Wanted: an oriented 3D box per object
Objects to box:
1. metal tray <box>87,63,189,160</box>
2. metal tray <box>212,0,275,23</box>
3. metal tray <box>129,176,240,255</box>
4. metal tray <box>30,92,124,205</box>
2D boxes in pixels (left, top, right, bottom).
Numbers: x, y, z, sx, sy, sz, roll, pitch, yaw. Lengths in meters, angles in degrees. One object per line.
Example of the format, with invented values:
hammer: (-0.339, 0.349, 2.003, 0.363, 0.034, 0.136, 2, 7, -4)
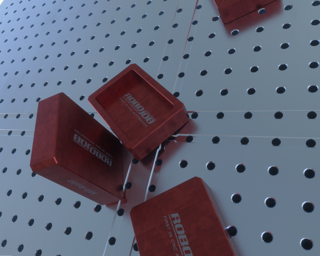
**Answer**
metal tray: (-0.034, -0.028, 0.431, 0.090, 0.030, 0.130, -39, 51, -7)
metal tray: (0.119, -0.230, 0.483, 0.090, 0.030, 0.130, -23, 53, 13)
metal tray: (0.028, 0.126, 0.312, 0.090, 0.030, 0.130, -28, 52, 9)
metal tray: (-0.091, 0.029, 0.369, 0.030, 0.130, 0.090, -20, 55, 17)
